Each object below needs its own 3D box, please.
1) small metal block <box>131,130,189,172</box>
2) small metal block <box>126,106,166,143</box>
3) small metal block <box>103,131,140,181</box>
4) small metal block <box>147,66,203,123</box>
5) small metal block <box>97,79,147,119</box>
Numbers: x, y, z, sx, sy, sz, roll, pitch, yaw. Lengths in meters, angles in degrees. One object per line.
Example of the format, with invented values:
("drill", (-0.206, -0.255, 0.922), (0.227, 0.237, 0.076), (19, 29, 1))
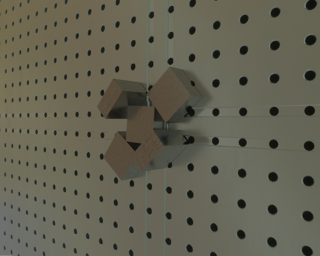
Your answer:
("small metal block", (0.000, 0.028, 0.394), (0.050, 0.050, 0.025), (-50, 60, 28))
("small metal block", (-0.019, -0.004, 0.425), (0.050, 0.025, 0.050), (5, 92, 41))
("small metal block", (-0.050, 0.040, 0.451), (0.050, 0.025, 0.050), (45, 117, 30))
("small metal block", (0.018, -0.041, 0.396), (0.050, 0.025, 0.050), (-48, 62, 30))
("small metal block", (-0.052, -0.040, 0.437), (0.025, 0.050, 0.050), (51, 121, 27))
